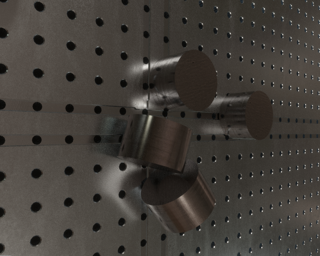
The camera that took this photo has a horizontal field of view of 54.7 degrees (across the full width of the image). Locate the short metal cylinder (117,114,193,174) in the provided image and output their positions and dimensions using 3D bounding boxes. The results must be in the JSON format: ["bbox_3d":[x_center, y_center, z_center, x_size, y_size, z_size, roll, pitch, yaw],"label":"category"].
[{"bbox_3d":[-0.006,0.020,0.371,0.080,0.080,0.050,24,75,-38],"label":"short metal cylinder"}]

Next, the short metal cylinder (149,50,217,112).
[{"bbox_3d":[0.033,-0.062,0.422,0.081,0.050,0.079,0,90,-40],"label":"short metal cylinder"}]

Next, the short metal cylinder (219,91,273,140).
[{"bbox_3d":[0.145,-0.020,0.517,0.081,0.050,0.079,0,90,-40],"label":"short metal cylinder"}]

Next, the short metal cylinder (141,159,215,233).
[{"bbox_3d":[0.023,0.085,0.395,0.080,0.080,0.050,-46,118,-30],"label":"short metal cylinder"}]
